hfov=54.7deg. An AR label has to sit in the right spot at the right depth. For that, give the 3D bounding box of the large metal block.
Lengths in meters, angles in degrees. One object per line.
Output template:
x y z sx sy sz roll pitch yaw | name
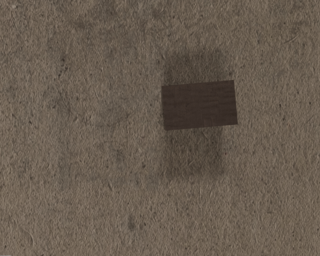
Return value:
0.044 -0.025 0.383 0.081 0.080 0.050 -5 90 -1 | large metal block
